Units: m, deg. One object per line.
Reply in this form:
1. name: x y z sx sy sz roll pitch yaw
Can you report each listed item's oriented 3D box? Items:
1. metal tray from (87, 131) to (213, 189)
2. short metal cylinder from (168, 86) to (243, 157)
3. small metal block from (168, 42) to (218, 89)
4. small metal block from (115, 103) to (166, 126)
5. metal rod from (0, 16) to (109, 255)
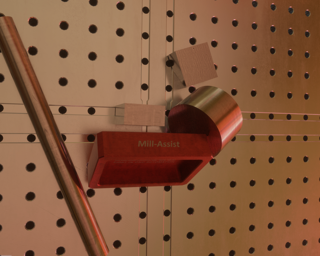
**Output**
1. metal tray: -0.015 0.040 0.371 0.131 0.089 0.030 2 58 -20
2. short metal cylinder: 0.057 -0.007 0.398 0.050 0.080 0.080 -39 104 -35
3. small metal block: 0.046 -0.086 0.429 0.050 0.025 0.050 -20 97 -19
4. small metal block: -0.026 -0.016 0.390 0.050 0.050 0.025 2 90 -20
5. metal rod: -0.126 0.019 0.365 0.025 0.025 0.299 -23 98 -19
